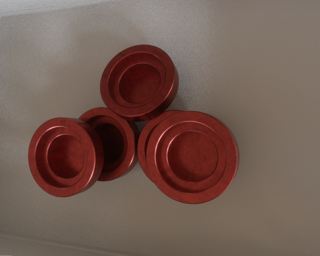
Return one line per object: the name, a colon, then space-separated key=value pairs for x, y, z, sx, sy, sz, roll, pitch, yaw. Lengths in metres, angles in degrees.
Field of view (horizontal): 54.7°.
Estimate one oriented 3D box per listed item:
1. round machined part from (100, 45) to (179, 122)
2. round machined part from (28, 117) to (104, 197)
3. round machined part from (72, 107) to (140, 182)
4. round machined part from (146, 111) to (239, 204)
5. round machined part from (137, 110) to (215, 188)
round machined part: x=-0.023 y=-0.053 z=0.397 sx=0.098 sy=0.042 sz=0.098 roll=-6 pitch=70 yaw=16
round machined part: x=-0.114 y=0.035 z=0.396 sx=0.098 sy=0.042 sz=0.097 roll=0 pitch=90 yaw=20
round machined part: x=-0.070 y=0.021 z=0.425 sx=0.098 sy=0.042 sz=0.097 roll=0 pitch=90 yaw=20
round machined part: x=0.038 y=0.031 z=0.342 sx=0.098 sy=0.042 sz=0.097 roll=0 pitch=90 yaw=20
round machined part: x=0.025 y=0.027 z=0.392 sx=0.098 sy=0.042 sz=0.097 roll=0 pitch=90 yaw=20
